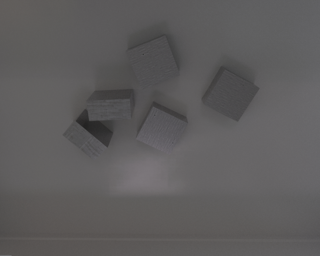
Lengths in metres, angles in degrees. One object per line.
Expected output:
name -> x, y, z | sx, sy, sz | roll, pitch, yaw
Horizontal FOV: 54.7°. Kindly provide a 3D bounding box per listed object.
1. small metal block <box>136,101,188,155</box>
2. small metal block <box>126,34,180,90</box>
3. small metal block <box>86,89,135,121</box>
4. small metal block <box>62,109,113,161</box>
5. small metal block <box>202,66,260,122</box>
small metal block -> 0.002, 0.000, 0.411 | 0.050, 0.025, 0.050 | 25, 108, -9
small metal block -> -0.008, -0.081, 0.381 | 0.050, 0.025, 0.050 | -20, 109, 7
small metal block -> -0.060, -0.030, 0.386 | 0.050, 0.050, 0.025 | -3, 110, 1
small metal block -> -0.091, 0.008, 0.400 | 0.050, 0.050, 0.025 | 42, 105, -14
small metal block -> 0.089, -0.043, 0.396 | 0.050, 0.025, 0.050 | 26, 108, -10
